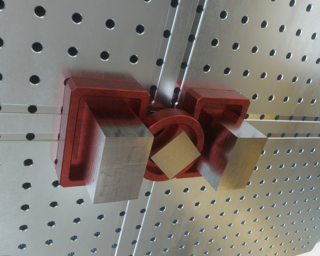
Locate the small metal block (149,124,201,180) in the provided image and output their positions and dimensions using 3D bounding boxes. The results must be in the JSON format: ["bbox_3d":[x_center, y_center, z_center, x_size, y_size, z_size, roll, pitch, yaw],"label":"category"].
[{"bbox_3d":[0.015,0.028,0.384,0.050,0.025,0.050,-39,129,-2],"label":"small metal block"}]

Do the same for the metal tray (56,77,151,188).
[{"bbox_3d":[-0.071,0.008,0.373,0.091,0.030,0.129,1,118,-29],"label":"metal tray"}]

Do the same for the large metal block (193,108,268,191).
[{"bbox_3d":[0.087,0.028,0.422,0.050,0.080,0.079,1,118,-29],"label":"large metal block"}]

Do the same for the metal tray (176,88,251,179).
[{"bbox_3d":[0.068,0.010,0.450,0.091,0.030,0.129,0,118,-28],"label":"metal tray"}]

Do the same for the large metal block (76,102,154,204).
[{"bbox_3d":[-0.054,0.025,0.344,0.050,0.080,0.079,1,118,-29],"label":"large metal block"}]

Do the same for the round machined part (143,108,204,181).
[{"bbox_3d":[0.005,0.018,0.402,0.099,0.042,0.097,-14,124,-21],"label":"round machined part"}]
